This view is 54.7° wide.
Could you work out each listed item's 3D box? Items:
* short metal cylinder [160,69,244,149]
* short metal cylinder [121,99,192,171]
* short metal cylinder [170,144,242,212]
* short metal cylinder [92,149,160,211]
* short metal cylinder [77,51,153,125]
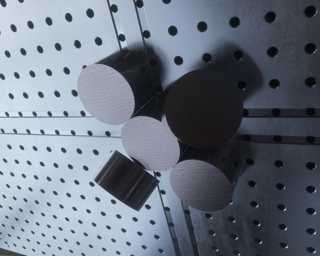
[{"bbox_3d":[0.042,-0.020,0.333,0.081,0.050,0.079,0,93,-7],"label":"short metal cylinder"},{"bbox_3d":[-0.003,0.009,0.400,0.080,0.050,0.079,13,124,20],"label":"short metal cylinder"},{"bbox_3d":[0.059,0.060,0.400,0.080,0.050,0.079,13,124,20],"label":"short metal cylinder"},{"bbox_3d":[-0.047,0.073,0.436,0.080,0.050,0.080,35,171,7],"label":"short metal cylinder"},{"bbox_3d":[-0.056,-0.050,0.391,0.080,0.050,0.079,13,124,20],"label":"short metal cylinder"}]
